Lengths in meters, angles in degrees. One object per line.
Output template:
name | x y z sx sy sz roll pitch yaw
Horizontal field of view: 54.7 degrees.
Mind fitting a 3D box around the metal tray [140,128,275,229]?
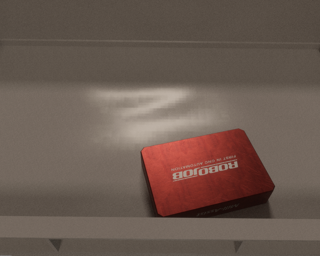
metal tray | 0.051 0.054 0.357 0.131 0.030 0.090 -11 51 -10
